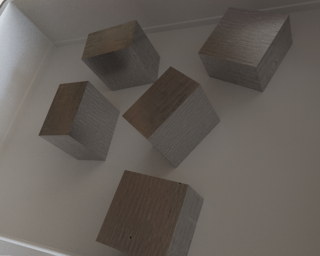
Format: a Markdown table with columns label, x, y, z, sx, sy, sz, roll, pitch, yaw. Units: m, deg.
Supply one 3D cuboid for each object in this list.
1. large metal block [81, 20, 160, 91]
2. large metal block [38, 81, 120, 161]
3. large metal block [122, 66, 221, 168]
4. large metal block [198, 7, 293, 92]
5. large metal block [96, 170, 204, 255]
| label | x | y | z | sx | sy | sz | roll | pitch | yaw |
| --- | --- | --- | --- | --- | --- | --- | --- | --- | --- |
| large metal block | -0.055 | -0.104 | 0.461 | 0.080 | 0.080 | 0.050 | -8 | 59 | 24 |
| large metal block | -0.107 | -0.007 | 0.429 | 0.050 | 0.080 | 0.080 | -2 | 61 | 27 |
| large metal block | 0.016 | -0.011 | 0.368 | 0.080 | 0.080 | 0.050 | -47 | 52 | -4 |
| large metal block | 0.109 | -0.101 | 0.394 | 0.080 | 0.050 | 0.080 | 25 | 75 | 36 |
| large metal block | -0.008 | 0.098 | 0.333 | 0.080 | 0.050 | 0.080 | 8 | 65 | 31 |
